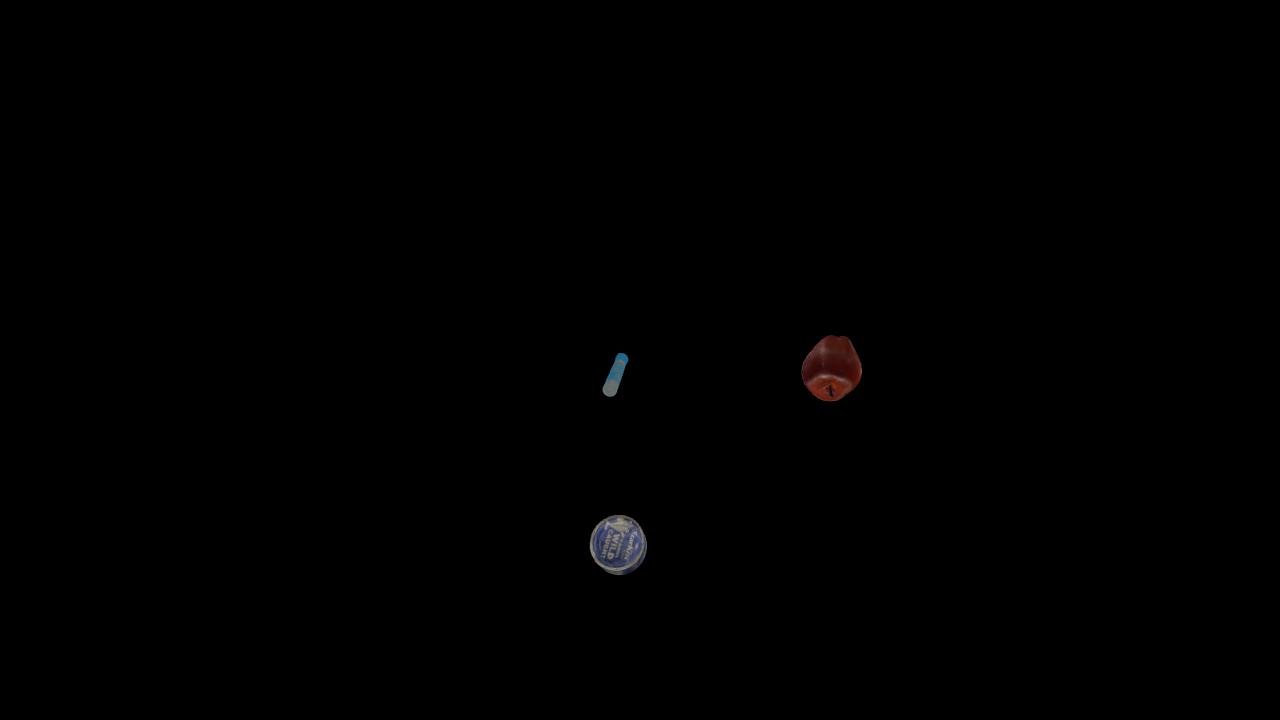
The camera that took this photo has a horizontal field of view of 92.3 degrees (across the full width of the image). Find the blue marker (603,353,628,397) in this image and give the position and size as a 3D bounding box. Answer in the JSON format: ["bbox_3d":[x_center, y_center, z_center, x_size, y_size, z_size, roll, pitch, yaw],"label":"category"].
[{"bbox_3d":[-0.032,0.017,0.835,0.020,0.020,0.121,0,21,7],"label":"blue marker"}]

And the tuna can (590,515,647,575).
[{"bbox_3d":[-0.032,0.281,0.932,0.084,0.084,0.034,0,-32,11],"label":"tuna can"}]

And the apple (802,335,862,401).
[{"bbox_3d":[0.261,0.012,0.837,0.079,0.093,0.079,12,-37,9],"label":"apple"}]
